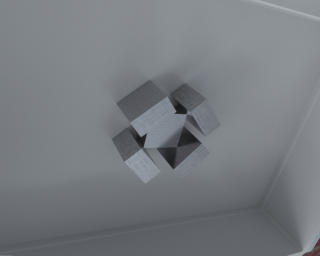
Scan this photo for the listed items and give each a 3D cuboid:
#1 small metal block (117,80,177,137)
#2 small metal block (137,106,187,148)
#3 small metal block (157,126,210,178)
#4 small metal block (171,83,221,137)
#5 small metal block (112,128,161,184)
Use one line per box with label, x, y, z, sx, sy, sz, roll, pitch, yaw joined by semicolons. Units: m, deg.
small metal block;-0.017;-0.024;0.366;0.050;0.050;0.025;-36;128;-4
small metal block;0.002;-0.002;0.406;0.050;0.025;0.050;1;118;-29
small metal block;0.031;0.032;0.426;0.050;0.050;0.025;-43;130;0
small metal block;0.046;-0.023;0.400;0.025;0.050;0.050;-39;130;-3
small metal block;-0.030;0.035;0.395;0.025;0.050;0.050;-38;129;-2
